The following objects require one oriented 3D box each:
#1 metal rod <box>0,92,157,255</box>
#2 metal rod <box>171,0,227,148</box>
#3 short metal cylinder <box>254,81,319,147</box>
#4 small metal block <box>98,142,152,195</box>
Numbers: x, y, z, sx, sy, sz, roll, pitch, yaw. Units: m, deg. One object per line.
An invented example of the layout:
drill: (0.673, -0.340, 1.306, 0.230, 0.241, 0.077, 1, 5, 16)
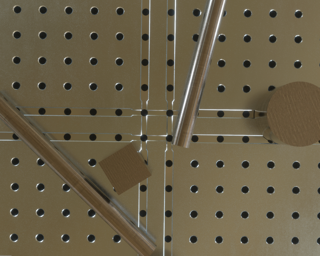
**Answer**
metal rod: (-0.120, 0.060, 0.412, 0.300, 0.025, 0.025, 44, 90, 0)
metal rod: (0.064, -0.121, 0.413, 0.025, 0.025, 0.298, 14, 90, 0)
short metal cylinder: (0.170, -0.017, 0.402, 0.081, 0.050, 0.080, 0, 90, 0)
small metal block: (-0.045, 0.053, 0.413, 0.050, 0.025, 0.050, -31, 90, 0)
